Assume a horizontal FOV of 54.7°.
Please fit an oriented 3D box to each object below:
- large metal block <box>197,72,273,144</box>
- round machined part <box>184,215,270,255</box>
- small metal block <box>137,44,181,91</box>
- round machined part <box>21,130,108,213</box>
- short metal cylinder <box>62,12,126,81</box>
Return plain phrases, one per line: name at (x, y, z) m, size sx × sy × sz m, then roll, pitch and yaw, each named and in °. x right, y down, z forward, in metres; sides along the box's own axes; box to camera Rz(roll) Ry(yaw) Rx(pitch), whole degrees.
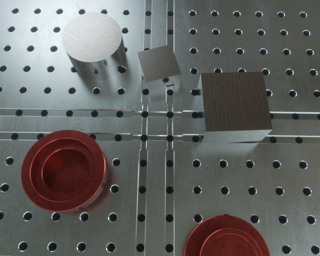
large metal block at (0.094, -0.026, 0.408) m, size 0.081 × 0.050 × 0.080 m, roll -2°, pitch 70°, yaw -1°
round machined part at (0.076, 0.149, 0.349) m, size 0.099 × 0.042 × 0.098 m, roll 0°, pitch 70°, yaw 0°
small metal block at (-0.001, -0.087, 0.443) m, size 0.050 × 0.025 × 0.050 m, roll -15°, pitch 71°, yaw -6°
round machined part at (-0.113, 0.055, 0.382) m, size 0.099 × 0.042 × 0.098 m, roll 0°, pitch 70°, yaw 0°
short metal cylinder at (-0.091, -0.115, 0.440) m, size 0.081 × 0.050 × 0.080 m, roll 0°, pitch 70°, yaw 0°
